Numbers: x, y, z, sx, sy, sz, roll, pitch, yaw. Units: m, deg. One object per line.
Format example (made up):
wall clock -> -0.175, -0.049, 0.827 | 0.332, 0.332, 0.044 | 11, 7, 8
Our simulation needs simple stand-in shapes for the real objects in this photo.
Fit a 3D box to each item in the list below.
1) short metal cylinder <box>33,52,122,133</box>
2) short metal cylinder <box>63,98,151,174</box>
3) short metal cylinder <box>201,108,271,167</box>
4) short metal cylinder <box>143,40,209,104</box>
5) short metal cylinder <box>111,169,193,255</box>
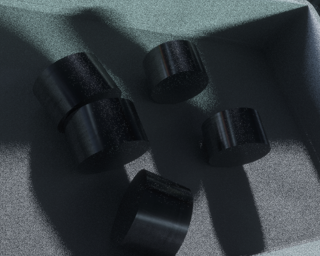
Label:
short metal cylinder -> -0.090, -0.038, 0.345 | 0.081, 0.080, 0.050 | -28, 78, -37
short metal cylinder -> -0.057, 0.010, 0.333 | 0.081, 0.080, 0.050 | -11, 67, -33
short metal cylinder -> 0.100, 0.015, 0.415 | 0.081, 0.080, 0.050 | 5, 60, -26
short metal cylinder -> 0.021, -0.075, 0.427 | 0.081, 0.080, 0.050 | -2, 63, -29
short metal cylinder -> -0.009, 0.088, 0.312 | 0.050, 0.080, 0.080 | 25, 53, -13
